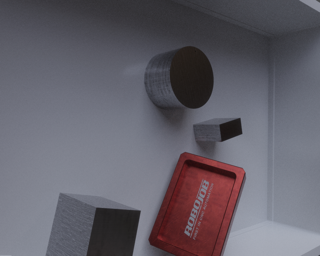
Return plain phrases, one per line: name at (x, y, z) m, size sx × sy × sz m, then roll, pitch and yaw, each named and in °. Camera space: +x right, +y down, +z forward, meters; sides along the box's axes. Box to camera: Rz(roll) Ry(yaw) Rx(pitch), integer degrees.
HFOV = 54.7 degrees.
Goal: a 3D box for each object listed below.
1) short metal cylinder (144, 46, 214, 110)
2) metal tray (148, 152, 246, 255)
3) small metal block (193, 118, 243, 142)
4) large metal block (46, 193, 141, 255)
short metal cylinder at (0.026, -0.065, 0.414) m, size 0.081 × 0.050 × 0.079 m, roll 0°, pitch 90°, yaw -40°
metal tray at (0.051, 0.105, 0.407) m, size 0.130 × 0.090 × 0.030 m, roll -68°, pitch 157°, yaw -18°
small metal block at (0.087, 0.002, 0.466) m, size 0.050 × 0.050 × 0.025 m, roll -16°, pitch 100°, yaw -39°
large metal block at (-0.071, 0.114, 0.313) m, size 0.050 × 0.080 × 0.080 m, roll 17°, pitch 79°, yaw -39°
